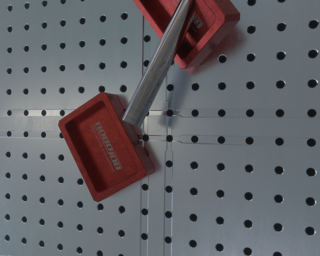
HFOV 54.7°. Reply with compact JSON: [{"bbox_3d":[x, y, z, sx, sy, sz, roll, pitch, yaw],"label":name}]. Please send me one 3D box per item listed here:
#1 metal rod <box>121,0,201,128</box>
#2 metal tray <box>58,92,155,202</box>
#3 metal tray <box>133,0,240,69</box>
[{"bbox_3d":[0.031,-0.139,0.375,0.025,0.025,0.299,26,88,18],"label":"metal rod"},{"bbox_3d":[-0.077,0.026,0.437,0.090,0.030,0.130,-31,80,17],"label":"metal tray"},{"bbox_3d":[0.025,-0.150,0.377,0.130,0.030,0.090,57,139,11],"label":"metal tray"}]
